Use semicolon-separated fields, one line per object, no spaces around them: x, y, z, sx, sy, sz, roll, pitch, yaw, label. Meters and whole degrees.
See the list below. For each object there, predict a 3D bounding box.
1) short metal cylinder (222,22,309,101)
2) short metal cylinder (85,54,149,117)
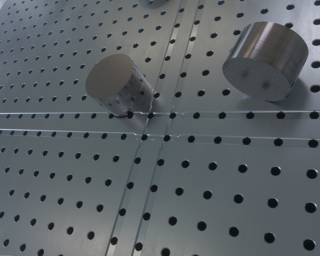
0.120;-0.074;0.356;0.080;0.080;0.050;20;73;35;short metal cylinder
-0.063;-0.064;0.465;0.080;0.050;0.080;-13;56;21;short metal cylinder
